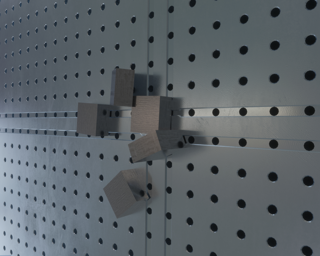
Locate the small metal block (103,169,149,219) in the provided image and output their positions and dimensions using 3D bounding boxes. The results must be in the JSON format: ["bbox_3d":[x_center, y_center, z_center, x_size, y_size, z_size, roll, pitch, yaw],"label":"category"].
[{"bbox_3d":[-0.051,0.095,0.452,0.050,0.025,0.050,-46,63,30],"label":"small metal block"}]

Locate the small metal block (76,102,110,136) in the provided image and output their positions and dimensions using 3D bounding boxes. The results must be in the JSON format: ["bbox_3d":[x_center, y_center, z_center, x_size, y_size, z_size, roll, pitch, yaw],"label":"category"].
[{"bbox_3d":[-0.108,-0.015,0.500,0.050,0.025,0.050,7,95,40],"label":"small metal block"}]

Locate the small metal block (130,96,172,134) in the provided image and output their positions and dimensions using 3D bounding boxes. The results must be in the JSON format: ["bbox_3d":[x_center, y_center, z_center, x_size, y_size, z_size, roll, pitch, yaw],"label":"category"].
[{"bbox_3d":[-0.012,-0.018,0.421,0.050,0.025,0.050,5,93,40],"label":"small metal block"}]

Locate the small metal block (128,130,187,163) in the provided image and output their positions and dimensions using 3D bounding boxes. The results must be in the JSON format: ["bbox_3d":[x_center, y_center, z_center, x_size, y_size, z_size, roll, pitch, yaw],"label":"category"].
[{"bbox_3d":[-0.003,0.023,0.397,0.050,0.050,0.025,-27,73,37],"label":"small metal block"}]

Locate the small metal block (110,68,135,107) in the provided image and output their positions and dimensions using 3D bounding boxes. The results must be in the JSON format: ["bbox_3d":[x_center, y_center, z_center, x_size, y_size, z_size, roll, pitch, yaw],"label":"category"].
[{"bbox_3d":[-0.054,-0.056,0.440,0.050,0.025,0.050,-161,75,-74],"label":"small metal block"}]
